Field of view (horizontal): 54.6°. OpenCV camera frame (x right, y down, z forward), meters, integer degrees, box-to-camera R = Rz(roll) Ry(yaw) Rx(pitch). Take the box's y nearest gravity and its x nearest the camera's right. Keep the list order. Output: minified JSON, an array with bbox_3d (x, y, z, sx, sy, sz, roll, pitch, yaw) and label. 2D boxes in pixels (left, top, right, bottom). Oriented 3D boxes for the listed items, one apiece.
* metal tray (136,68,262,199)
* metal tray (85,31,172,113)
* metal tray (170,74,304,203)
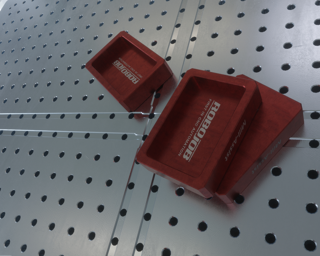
[{"bbox_3d":[0.043,0.000,0.343,0.090,0.030,0.130,20,72,35],"label":"metal tray"},{"bbox_3d":[-0.053,-0.093,0.491,0.090,0.030,0.130,-44,51,-2],"label":"metal tray"},{"bbox_3d":[0.086,0.008,0.356,0.130,0.030,0.090,-47,51,-5],"label":"metal tray"}]
